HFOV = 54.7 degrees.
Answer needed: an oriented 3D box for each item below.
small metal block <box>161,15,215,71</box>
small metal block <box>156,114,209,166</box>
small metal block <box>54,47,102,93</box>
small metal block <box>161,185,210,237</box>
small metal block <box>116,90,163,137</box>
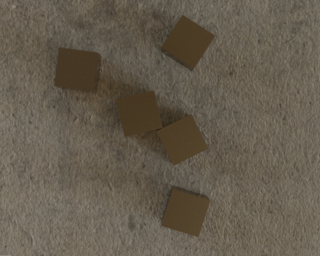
[{"bbox_3d":[0.036,-0.111,0.410,0.050,0.025,0.050,33,90,-1],"label":"small metal block"},{"bbox_3d":[0.029,0.015,0.410,0.050,0.025,0.050,-26,91,-1],"label":"small metal block"},{"bbox_3d":[-0.107,-0.075,0.409,0.050,0.025,0.050,7,90,-1],"label":"small metal block"},{"bbox_3d":[0.033,0.109,0.411,0.050,0.025,0.050,18,90,-1],"label":"small metal block"},{"bbox_3d":[-0.027,-0.019,0.410,0.050,0.025,0.050,-13,90,-1],"label":"small metal block"}]
